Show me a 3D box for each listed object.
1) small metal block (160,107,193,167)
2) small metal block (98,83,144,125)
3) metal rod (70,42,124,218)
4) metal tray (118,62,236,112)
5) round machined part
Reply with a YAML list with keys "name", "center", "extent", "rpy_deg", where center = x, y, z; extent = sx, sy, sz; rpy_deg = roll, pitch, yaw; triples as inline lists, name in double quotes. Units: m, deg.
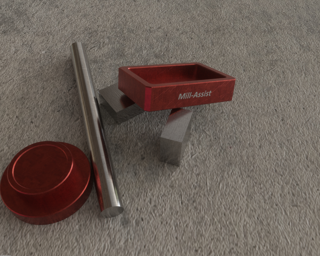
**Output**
- name: "small metal block"
  center: [0.020, 0.011, 0.378]
  extent: [0.025, 0.050, 0.050]
  rpy_deg: [14, 52, 11]
- name: "small metal block"
  center: [-0.051, -0.039, 0.435]
  extent: [0.050, 0.025, 0.050]
  rpy_deg: [-29, 56, -22]
- name: "metal rod"
  center: [-0.093, -0.021, 0.419]
  extent: [0.025, 0.025, 0.300]
  rpy_deg: [-13, 51, -11]
- name: "metal tray"
  center: [0.021, -0.059, 0.410]
  extent: [0.131, 0.030, 0.090]
  rpy_deg: [-9, 29, -27]
- name: "round machined part"
  center: [-0.127, 0.053, 0.346]
  extent: [0.099, 0.042, 0.098]
  rpy_deg: [0, 50, 0]
